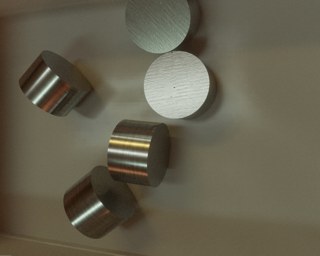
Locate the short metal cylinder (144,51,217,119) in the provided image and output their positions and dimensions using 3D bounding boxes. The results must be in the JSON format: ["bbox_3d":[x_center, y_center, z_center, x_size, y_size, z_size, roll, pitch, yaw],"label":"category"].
[{"bbox_3d":[0.027,-0.051,0.388,0.080,0.050,0.080,0,90,20],"label":"short metal cylinder"}]

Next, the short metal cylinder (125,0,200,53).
[{"bbox_3d":[0.004,-0.136,0.383,0.080,0.050,0.079,7,112,17],"label":"short metal cylinder"}]

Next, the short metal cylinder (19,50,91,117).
[{"bbox_3d":[-0.145,-0.062,0.432,0.050,0.080,0.080,-44,76,15],"label":"short metal cylinder"}]

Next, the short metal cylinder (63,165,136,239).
[{"bbox_3d":[-0.078,0.097,0.409,0.050,0.080,0.080,-39,78,16],"label":"short metal cylinder"}]

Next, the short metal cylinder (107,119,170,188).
[{"bbox_3d":[-0.024,0.031,0.390,0.050,0.080,0.079,6,92,20],"label":"short metal cylinder"}]
